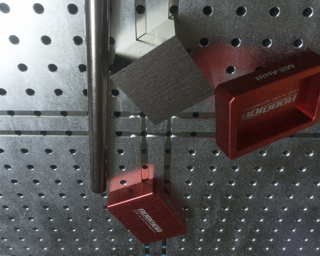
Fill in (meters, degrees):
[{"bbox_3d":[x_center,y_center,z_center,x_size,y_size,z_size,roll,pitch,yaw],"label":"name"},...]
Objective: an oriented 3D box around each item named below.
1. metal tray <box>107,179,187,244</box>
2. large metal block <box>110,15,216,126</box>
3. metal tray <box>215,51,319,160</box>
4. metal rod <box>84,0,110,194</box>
[{"bbox_3d":[-0.019,0.148,0.534,0.090,0.030,0.130,-21,128,16],"label":"metal tray"},{"bbox_3d":[0.004,-0.061,0.343,0.080,0.050,0.080,-28,125,21],"label":"large metal block"},{"bbox_3d":[0.128,-0.025,0.355,0.131,0.030,0.089,-21,131,-13],"label":"metal tray"},{"bbox_3d":[-0.079,-0.018,0.394,0.025,0.025,0.298,5,130,-5],"label":"metal rod"}]
